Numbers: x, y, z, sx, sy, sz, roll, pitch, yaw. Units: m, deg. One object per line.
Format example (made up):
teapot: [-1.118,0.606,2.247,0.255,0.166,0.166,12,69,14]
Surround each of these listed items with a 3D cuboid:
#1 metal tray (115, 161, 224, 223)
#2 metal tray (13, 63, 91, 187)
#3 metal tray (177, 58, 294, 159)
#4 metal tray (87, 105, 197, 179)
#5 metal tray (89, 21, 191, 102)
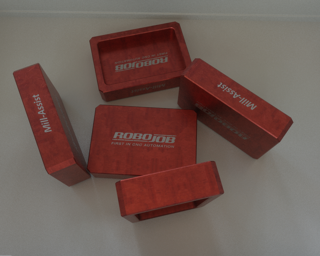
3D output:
metal tray: [0.008,0.072,0.325,0.091,0.130,0.030,-12,71,-5]
metal tray: [-0.127,-0.001,0.372,0.030,0.090,0.130,-23,72,-9]
metal tray: [0.084,-0.020,0.381,0.130,0.090,0.030,36,75,12]
metal tray: [-0.020,0.020,0.396,0.131,0.030,0.090,3,70,1]
metal tray: [-0.026,-0.095,0.440,0.131,0.030,0.090,-12,71,-5]
